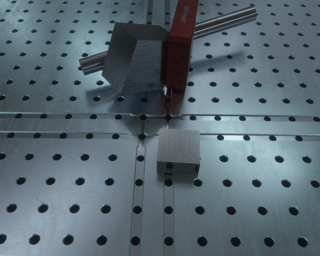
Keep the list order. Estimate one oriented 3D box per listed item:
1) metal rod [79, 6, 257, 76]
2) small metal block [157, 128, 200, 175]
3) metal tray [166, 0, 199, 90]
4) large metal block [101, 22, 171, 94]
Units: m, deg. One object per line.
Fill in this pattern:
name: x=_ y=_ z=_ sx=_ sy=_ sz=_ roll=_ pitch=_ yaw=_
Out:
metal rod: x=0.021 y=-0.142 z=0.494 sx=0.302 sy=0.025 sz=0.025 roll=-21 pitch=53 yaw=-14
small metal block: x=0.023 y=0.029 z=0.384 sx=0.050 sy=0.025 sz=0.050 roll=4 pitch=50 yaw=2
metal tray: x=0.035 y=-0.132 z=0.473 sx=0.030 sy=0.089 sz=0.130 roll=8 pitch=49 yaw=5
large metal block: x=-0.027 y=-0.098 z=0.437 sx=0.081 sy=0.079 sz=0.050 roll=-13 pitch=47 yaw=-43
